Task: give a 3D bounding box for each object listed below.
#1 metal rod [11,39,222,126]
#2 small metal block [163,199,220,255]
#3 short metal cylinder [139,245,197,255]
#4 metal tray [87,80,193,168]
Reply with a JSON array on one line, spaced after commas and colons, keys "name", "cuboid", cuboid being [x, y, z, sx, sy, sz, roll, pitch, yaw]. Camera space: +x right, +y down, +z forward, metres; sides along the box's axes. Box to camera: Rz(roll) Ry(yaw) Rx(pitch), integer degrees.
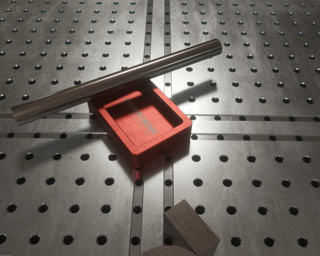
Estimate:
[{"name": "metal rod", "cuboid": [-0.044, -0.069, 0.425, 0.302, 0.025, 0.025, -23, 54, -19]}, {"name": "small metal block", "cuboid": [0.028, 0.106, 0.303, 0.025, 0.050, 0.050, -30, 56, -23]}, {"name": "short metal cylinder", "cuboid": [0.007, 0.150, 0.266, 0.081, 0.050, 0.080, 0, 50, 0]}, {"name": "metal tray", "cuboid": [-0.030, -0.018, 0.418, 0.091, 0.030, 0.130, -28, 56, -22]}]
